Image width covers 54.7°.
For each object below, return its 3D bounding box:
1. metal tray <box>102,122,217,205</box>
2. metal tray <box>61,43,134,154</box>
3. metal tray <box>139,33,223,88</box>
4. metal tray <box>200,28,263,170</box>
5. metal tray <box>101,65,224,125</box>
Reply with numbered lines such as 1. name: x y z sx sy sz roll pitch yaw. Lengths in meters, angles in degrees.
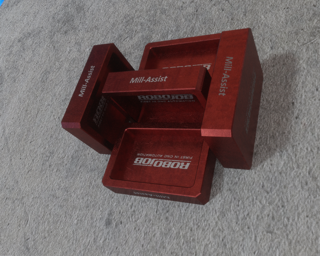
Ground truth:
1. metal tray: 0.001 0.039 0.379 0.130 0.030 0.090 1 61 28
2. metal tray: -0.074 -0.039 0.426 0.030 0.090 0.130 1 63 29
3. metal tray: 0.033 -0.082 0.436 0.130 0.030 0.090 1 65 28
4. metal tray: 0.084 -0.030 0.338 0.030 0.090 0.130 1 62 29
5. metal tray: 0.006 -0.034 0.383 0.130 0.090 0.030 1 64 29
